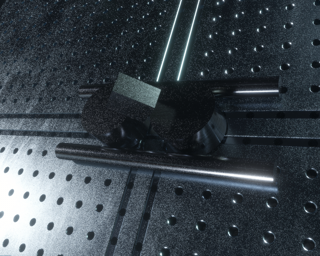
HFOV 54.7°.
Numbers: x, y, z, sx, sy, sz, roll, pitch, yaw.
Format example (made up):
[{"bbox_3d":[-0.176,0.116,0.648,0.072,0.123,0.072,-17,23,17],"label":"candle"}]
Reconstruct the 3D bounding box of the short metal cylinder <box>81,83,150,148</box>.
[{"bbox_3d":[-0.061,-0.015,0.429,0.080,0.050,0.080,-13,56,21],"label":"short metal cylinder"}]

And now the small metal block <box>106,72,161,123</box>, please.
[{"bbox_3d":[-0.033,-0.034,0.367,0.050,0.050,0.025,22,66,-10],"label":"small metal block"}]

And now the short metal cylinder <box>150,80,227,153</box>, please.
[{"bbox_3d":[0.035,-0.011,0.376,0.080,0.050,0.080,-13,56,21],"label":"short metal cylinder"}]

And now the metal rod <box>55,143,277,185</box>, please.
[{"bbox_3d":[-0.014,0.040,0.387,0.300,0.025,0.025,3,63,29],"label":"metal rod"}]

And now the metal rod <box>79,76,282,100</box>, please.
[{"bbox_3d":[0.008,-0.053,0.432,0.300,0.025,0.025,2,63,29],"label":"metal rod"}]
